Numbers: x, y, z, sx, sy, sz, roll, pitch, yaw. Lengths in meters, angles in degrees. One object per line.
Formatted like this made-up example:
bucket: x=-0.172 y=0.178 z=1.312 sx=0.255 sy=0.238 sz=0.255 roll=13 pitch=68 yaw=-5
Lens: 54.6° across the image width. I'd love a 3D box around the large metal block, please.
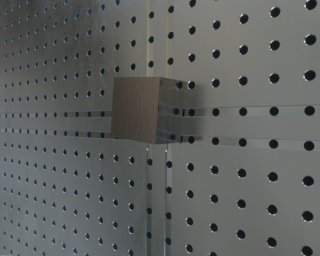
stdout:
large metal block: x=-0.017 y=-0.024 z=0.408 sx=0.080 sy=0.050 sz=0.080 roll=7 pitch=95 yaw=40
